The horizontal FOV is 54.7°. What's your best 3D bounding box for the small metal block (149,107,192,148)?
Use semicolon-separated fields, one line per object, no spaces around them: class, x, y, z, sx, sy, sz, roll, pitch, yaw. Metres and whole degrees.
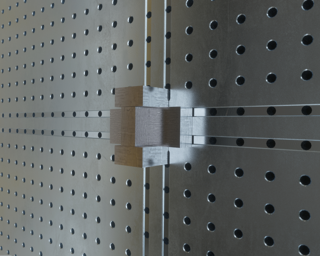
small metal block;0.013;-0.002;0.396;0.050;0.025;0.050;2;91;39

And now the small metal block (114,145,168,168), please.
small metal block;-0.024;0.035;0.411;0.050;0.050;0.025;1;91;39

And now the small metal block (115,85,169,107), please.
small metal block;-0.024;-0.040;0.410;0.050;0.050;0.025;1;91;39

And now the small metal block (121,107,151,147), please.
small metal block;-0.024;-0.002;0.410;0.025;0.050;0.050;1;91;40

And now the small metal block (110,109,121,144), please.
small metal block;-0.045;-0.002;0.444;0.050;0.025;0.050;1;91;39
